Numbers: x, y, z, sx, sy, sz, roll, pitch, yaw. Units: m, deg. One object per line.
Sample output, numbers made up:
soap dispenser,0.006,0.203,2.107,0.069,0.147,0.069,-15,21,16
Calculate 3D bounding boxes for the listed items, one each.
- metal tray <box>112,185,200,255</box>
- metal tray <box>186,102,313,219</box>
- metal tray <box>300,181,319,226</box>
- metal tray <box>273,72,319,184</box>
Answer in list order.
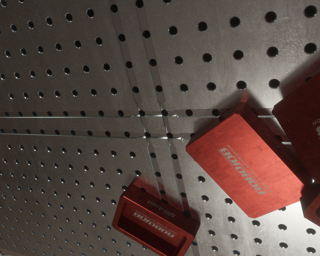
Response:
metal tray,-0.010,0.160,0.510,0.130,0.030,0.089,27,128,10
metal tray,0.107,0.043,0.378,0.130,0.030,0.090,47,129,-5
metal tray,0.217,0.057,0.306,0.090,0.030,0.129,31,112,7
metal tray,0.177,-0.018,0.272,0.129,0.030,0.090,-44,56,39
